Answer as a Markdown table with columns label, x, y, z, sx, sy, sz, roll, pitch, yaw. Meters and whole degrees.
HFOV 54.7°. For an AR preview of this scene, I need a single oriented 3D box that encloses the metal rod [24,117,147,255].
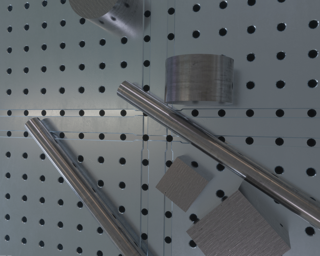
| label | x | y | z | sx | sy | sz | roll | pitch | yaw |
| --- | --- | --- | --- | --- | --- | --- | --- | --- | --- |
| metal rod | -0.102 | 0.101 | 0.448 | 0.025 | 0.025 | 0.300 | -45 | 76 | 14 |

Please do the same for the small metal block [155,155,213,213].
| label | x | y | z | sx | sy | sz | roll | pitch | yaw |
| --- | --- | --- | --- | --- | --- | --- | --- | --- | --- |
| small metal block | 0.031 | 0.071 | 0.402 | 0.050 | 0.025 | 0.050 | 38 | 102 | 16 |

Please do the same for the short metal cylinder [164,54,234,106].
| label | x | y | z | sx | sy | sz | roll | pitch | yaw |
| --- | --- | --- | --- | --- | --- | --- | --- | --- | --- |
| short metal cylinder | 0.046 | -0.054 | 0.367 | 0.080 | 0.080 | 0.050 | 2 | 91 | 20 |

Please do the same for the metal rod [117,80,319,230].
| label | x | y | z | sx | sy | sz | roll | pitch | yaw |
| --- | --- | --- | --- | --- | --- | --- | --- | --- | --- |
| metal rod | 0.068 | 0.025 | 0.388 | 0.300 | 0.025 | 0.025 | 34 | 101 | 16 |

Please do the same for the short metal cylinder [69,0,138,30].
| label | x | y | z | sx | sy | sz | roll | pitch | yaw |
| --- | --- | --- | --- | --- | --- | --- | --- | --- | --- |
| short metal cylinder | -0.078 | -0.182 | 0.427 | 0.080 | 0.050 | 0.079 | 0 | 90 | 20 |

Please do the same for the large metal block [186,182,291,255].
| label | x | y | z | sx | sy | sz | roll | pitch | yaw |
| --- | --- | --- | --- | --- | --- | --- | --- | --- | --- |
| large metal block | 0.092 | 0.124 | 0.367 | 0.080 | 0.050 | 0.080 | -44 | 77 | 14 |
